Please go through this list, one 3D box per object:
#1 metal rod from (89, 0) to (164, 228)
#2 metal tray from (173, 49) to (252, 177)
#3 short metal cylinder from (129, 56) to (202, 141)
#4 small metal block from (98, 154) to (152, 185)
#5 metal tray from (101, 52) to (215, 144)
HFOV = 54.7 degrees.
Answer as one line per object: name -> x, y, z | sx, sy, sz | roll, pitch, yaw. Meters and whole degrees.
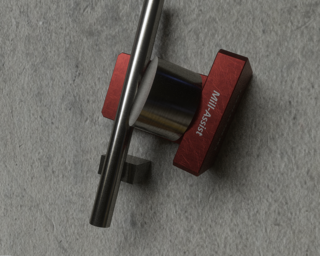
metal rod -> -0.038, -0.030, 0.381 | 0.025, 0.025, 0.298 | 11, 85, 19
metal tray -> 0.063, -0.015, 0.353 | 0.030, 0.090, 0.129 | 24, 98, 18
short metal cylinder -> 0.004, -0.031, 0.340 | 0.050, 0.080, 0.080 | 20, 98, -15
small metal block -> -0.046, 0.052, 0.412 | 0.050, 0.050, 0.025 | 14, 95, 19
metal tray -> -0.004, -0.039, 0.408 | 0.130, 0.030, 0.089 | 19, 96, 18
